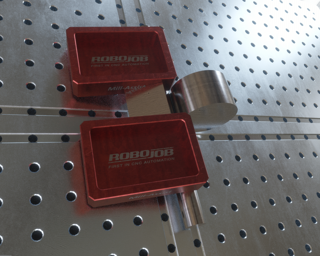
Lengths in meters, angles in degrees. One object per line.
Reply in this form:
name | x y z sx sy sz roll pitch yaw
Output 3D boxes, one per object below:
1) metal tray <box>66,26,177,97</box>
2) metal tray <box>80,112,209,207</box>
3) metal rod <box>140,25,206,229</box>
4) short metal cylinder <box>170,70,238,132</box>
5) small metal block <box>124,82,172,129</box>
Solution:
metal tray | -0.052 -0.090 0.410 0.131 0.030 0.090 -6 64 -17
metal tray | -0.020 0.032 0.352 0.131 0.030 0.090 -6 64 -17
metal rod | 0.008 -0.019 0.419 0.025 0.025 0.299 0 62 -28
short metal cylinder | 0.058 -0.034 0.421 0.081 0.080 0.050 0 62 -28
small metal block | -0.015 -0.026 0.398 0.050 0.025 0.050 -13 65 0
